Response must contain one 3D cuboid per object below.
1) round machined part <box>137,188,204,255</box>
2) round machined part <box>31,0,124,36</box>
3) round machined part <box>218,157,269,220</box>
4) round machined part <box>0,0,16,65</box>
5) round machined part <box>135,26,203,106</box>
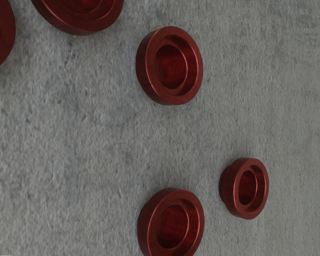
[{"bbox_3d":[0.010,0.127,0.404,0.099,0.042,0.097,0,90,-40],"label":"round machined part"},{"bbox_3d":[-0.090,-0.144,0.319,0.099,0.042,0.097,0,90,-40],"label":"round machined part"},{"bbox_3d":[0.134,0.097,0.510,0.099,0.042,0.097,0,90,-40],"label":"round machined part"},{"bbox_3d":[-0.174,-0.084,0.248,0.099,0.042,0.097,0,90,-40],"label":"round machined part"},{"bbox_3d":[0.008,-0.078,0.402,0.099,0.042,0.097,0,90,-40],"label":"round machined part"}]
